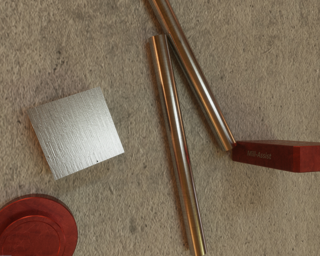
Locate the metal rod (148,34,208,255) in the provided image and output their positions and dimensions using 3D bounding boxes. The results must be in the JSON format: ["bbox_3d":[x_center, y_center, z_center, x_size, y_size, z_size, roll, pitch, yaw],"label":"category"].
[{"bbox_3d":[0.025,0.026,0.419,0.025,0.025,0.298,-13,95,-20],"label":"metal rod"}]

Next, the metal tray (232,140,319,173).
[{"bbox_3d":[0.171,0.034,0.418,0.091,0.130,0.030,0,91,-20],"label":"metal tray"}]

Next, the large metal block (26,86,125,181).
[{"bbox_3d":[-0.098,0.004,0.360,0.081,0.050,0.080,-22,98,-19],"label":"large metal block"}]

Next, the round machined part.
[{"bbox_3d":[-0.143,0.126,0.348,0.099,0.042,0.097,0,90,-21],"label":"round machined part"}]

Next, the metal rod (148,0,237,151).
[{"bbox_3d":[0.032,-0.103,0.421,0.025,0.025,0.299,-31,100,-18],"label":"metal rod"}]
